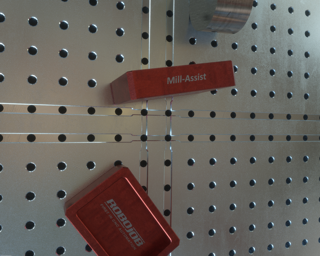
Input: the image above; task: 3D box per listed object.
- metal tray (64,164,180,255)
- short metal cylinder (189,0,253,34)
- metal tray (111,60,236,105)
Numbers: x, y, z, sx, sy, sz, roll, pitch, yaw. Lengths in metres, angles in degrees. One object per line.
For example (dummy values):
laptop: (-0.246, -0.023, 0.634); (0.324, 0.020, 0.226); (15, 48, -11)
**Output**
metal tray: (-0.046, 0.123, 0.393); (0.090, 0.030, 0.130); (-37, 102, -16)
short metal cylinder: (0.079, -0.168, 0.412); (0.050, 0.080, 0.079); (-2, 91, -20)
metal tray: (0.014, -0.055, 0.383); (0.131, 0.090, 0.030); (-10, 94, -20)
